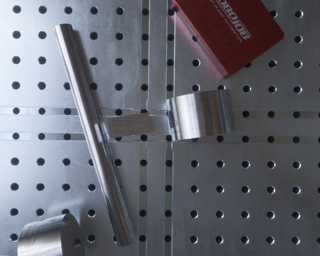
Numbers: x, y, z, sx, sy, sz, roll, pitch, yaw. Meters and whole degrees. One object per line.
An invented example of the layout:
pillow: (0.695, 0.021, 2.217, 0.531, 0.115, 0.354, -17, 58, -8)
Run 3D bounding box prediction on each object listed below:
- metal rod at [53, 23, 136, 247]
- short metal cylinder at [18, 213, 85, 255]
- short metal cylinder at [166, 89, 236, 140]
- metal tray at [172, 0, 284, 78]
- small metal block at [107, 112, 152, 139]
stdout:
metal rod: (-0.087, 0.009, 0.412, 0.025, 0.025, 0.298, -17, 90, 0)
short metal cylinder: (-0.131, 0.152, 0.385, 0.050, 0.080, 0.080, -15, 90, 0)
short metal cylinder: (0.051, -0.016, 0.386, 0.080, 0.080, 0.050, -9, 90, 0)
metal tray: (0.088, -0.144, 0.411, 0.090, 0.030, 0.130, -36, 90, 0)
small metal block: (-0.037, -0.003, 0.400, 0.050, 0.050, 0.025, -8, 90, 0)
